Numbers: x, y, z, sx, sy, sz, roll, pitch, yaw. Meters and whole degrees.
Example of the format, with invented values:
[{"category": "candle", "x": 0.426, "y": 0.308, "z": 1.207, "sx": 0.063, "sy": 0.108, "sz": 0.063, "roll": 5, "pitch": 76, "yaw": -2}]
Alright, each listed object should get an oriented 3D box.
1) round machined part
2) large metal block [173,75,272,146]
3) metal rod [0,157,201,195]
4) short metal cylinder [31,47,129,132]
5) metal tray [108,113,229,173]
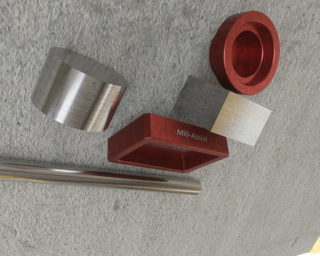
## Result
[{"category": "round machined part", "x": 0.100, "y": -0.091, "z": 0.383, "sx": 0.099, "sy": 0.042, "sz": 0.097, "roll": -8, "pitch": 104, "yaw": -33}, {"category": "large metal block", "x": 0.079, "y": -0.023, "z": 0.398, "sx": 0.081, "sy": 0.080, "sz": 0.050, "roll": 17, "pitch": 101, "yaw": -36}, {"category": "metal rod", "x": -0.064, "y": 0.069, "z": 0.415, "sx": 0.302, "sy": 0.025, "sz": 0.025, "roll": 12, "pitch": 112, "yaw": -34}, {"category": "short metal cylinder", "x": -0.078, "y": -0.038, "z": 0.306, "sx": 0.081, "sy": 0.080, "sz": 0.050, "roll": 17, "pitch": 109, "yaw": -35}, {"category": "metal tray", "x": 0.011, "y": 0.025, "z": 0.394, "sx": 0.131, "sy": 0.030, "sz": 0.090, "roll": 14, "pitch": 150, "yaw": -35}]
